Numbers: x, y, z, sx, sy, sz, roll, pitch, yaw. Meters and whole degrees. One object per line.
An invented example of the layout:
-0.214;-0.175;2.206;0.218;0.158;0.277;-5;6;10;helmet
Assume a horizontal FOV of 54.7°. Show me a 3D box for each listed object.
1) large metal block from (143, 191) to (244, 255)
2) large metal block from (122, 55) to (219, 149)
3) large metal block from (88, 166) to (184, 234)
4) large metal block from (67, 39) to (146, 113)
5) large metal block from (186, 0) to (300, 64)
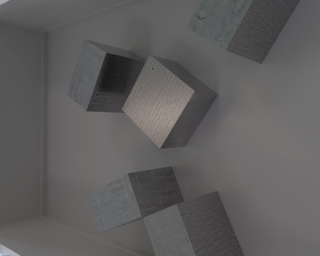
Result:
0.039;0.121;0.339;0.050;0.081;0.080;-33;70;35;large metal block
0.010;-0.032;0.382;0.080;0.050;0.080;45;117;31;large metal block
-0.030;0.090;0.396;0.080;0.081;0.050;-32;70;35;large metal block
-0.070;-0.068;0.429;0.050;0.081;0.079;36;112;34;large metal block
0.084;-0.115;0.301;0.050;0.081;0.080;41;115;32;large metal block
